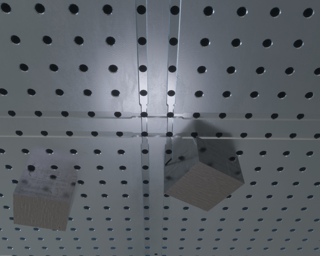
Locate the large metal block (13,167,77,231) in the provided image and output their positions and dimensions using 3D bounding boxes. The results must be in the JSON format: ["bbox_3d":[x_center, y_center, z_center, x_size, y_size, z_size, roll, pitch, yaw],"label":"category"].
[{"bbox_3d":[-0.181,0.114,0.491,0.080,0.050,0.079,12,129,-11],"label":"large metal block"}]

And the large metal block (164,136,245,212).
[{"bbox_3d":[0.062,0.069,0.454,0.080,0.050,0.080,27,125,-21],"label":"large metal block"}]
